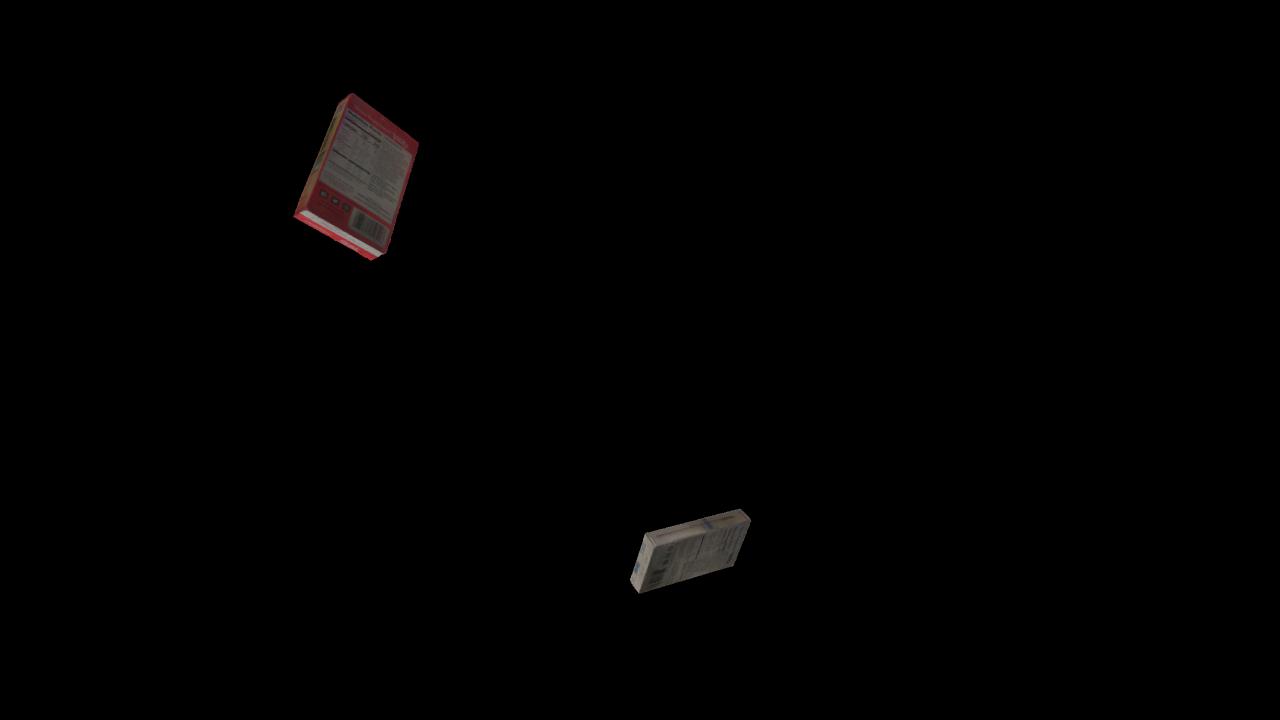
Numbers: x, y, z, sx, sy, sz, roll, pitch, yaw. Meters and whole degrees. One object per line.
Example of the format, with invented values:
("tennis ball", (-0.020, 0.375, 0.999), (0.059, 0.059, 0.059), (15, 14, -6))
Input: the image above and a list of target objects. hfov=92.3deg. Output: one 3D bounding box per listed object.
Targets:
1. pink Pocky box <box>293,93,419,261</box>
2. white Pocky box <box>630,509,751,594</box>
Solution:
("pink Pocky box", (-0.284, -0.187, 0.628), (0.029, 0.155, 0.084), (-15, -32, 34))
("white Pocky box", (0.066, 0.239, 0.773), (0.154, 0.084, 0.028), (-3, 31, -33))
